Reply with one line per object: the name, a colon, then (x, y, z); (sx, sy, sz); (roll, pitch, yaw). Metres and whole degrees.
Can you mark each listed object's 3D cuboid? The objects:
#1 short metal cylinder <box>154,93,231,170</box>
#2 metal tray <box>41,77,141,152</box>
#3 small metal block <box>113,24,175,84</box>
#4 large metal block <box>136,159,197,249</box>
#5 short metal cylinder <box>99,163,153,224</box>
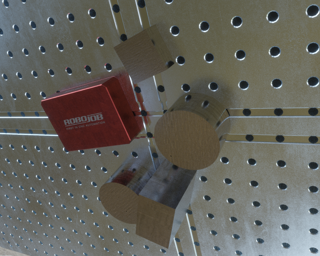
short metal cylinder: (0.040, 0.004, 0.376); (0.080, 0.050, 0.079); (13, 124, 20)
metal tray: (-0.103, -0.016, 0.452); (0.130, 0.030, 0.090); (-9, 114, 32)
small metal block: (-0.018, -0.086, 0.367); (0.050, 0.025, 0.050); (-18, 109, 35)
large metal block: (0.009, 0.105, 0.436); (0.050, 0.080, 0.079); (19, 126, 17)
short metal cylinder: (-0.047, 0.101, 0.482); (0.080, 0.050, 0.079); (13, 124, 21)
